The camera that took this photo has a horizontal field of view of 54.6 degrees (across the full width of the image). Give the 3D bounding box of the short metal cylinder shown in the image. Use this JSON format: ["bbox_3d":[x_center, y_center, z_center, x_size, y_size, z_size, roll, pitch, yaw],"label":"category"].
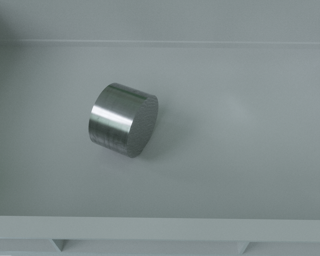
[{"bbox_3d":[-0.042,-0.009,0.377,0.050,0.080,0.080,20,53,16],"label":"short metal cylinder"}]
